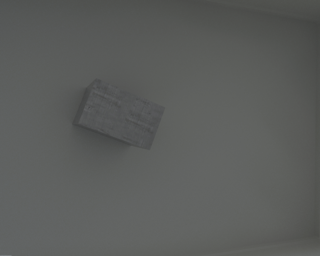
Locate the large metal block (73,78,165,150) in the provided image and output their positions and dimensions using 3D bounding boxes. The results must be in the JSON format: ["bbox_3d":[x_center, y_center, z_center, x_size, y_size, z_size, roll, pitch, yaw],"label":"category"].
[{"bbox_3d":[-0.051,-0.014,0.362,0.080,0.080,0.050,22,83,-19],"label":"large metal block"}]
